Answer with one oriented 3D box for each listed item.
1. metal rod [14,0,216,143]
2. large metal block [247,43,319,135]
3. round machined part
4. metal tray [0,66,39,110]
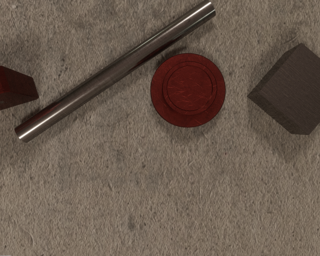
[{"bbox_3d":[-0.058,-0.075,0.409,0.301,0.025,0.025,-34,90,-1],"label":"metal rod"},{"bbox_3d":[0.176,-0.048,0.400,0.080,0.050,0.080,41,90,-1],"label":"large metal block"},{"bbox_3d":[0.036,-0.049,0.402,0.099,0.042,0.097,0,90,-1],"label":"round machined part"},{"bbox_3d":[-0.229,-0.035,0.374,0.131,0.090,0.030,-17,90,-1],"label":"metal tray"}]
